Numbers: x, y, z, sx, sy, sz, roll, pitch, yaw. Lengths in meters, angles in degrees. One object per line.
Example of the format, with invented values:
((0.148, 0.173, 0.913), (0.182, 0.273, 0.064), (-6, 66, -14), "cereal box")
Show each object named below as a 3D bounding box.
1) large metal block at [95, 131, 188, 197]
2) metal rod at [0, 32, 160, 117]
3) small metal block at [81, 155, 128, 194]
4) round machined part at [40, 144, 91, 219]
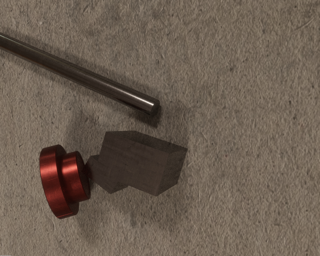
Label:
((-0.020, 0.039, 0.386), (0.080, 0.080, 0.050), (18, 96, 18), "large metal block")
((-0.137, -0.085, 0.455), (0.301, 0.025, 0.025), (25, 98, 18), "metal rod")
((-0.068, 0.060, 0.418), (0.050, 0.050, 0.025), (34, 100, 16), "small metal block")
((-0.123, 0.069, 0.418), (0.042, 0.098, 0.097), (-15, 85, -7), "round machined part")
